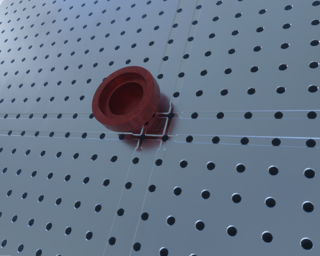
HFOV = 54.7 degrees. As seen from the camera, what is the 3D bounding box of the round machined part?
[{"bbox_3d":[-0.044,-0.037,0.442,0.098,0.042,0.098,-13,56,20],"label":"round machined part"}]
